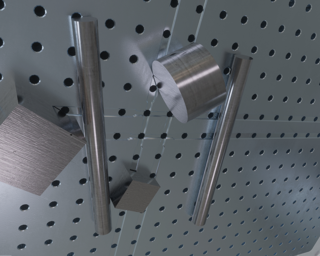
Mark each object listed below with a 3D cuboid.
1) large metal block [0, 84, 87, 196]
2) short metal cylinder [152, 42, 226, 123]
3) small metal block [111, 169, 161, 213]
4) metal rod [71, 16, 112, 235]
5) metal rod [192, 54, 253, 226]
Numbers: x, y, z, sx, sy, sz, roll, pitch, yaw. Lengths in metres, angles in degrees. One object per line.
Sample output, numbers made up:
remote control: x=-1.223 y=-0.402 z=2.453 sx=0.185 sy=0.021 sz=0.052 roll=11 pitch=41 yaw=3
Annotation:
large metal block: x=-0.140 y=0.014 z=0.328 sx=0.080 sy=0.050 sz=0.080 roll=-48 pitch=129 yaw=6
short metal cylinder: x=0.032 y=-0.052 z=0.361 sx=0.050 sy=0.080 sz=0.080 roll=-28 pitch=128 yaw=-11
small metal block: x=-0.036 y=0.092 z=0.449 sx=0.050 sy=0.025 sz=0.050 roll=22 pitch=107 yaw=-36
metal rod: x=-0.079 y=0.021 z=0.381 sx=0.025 sy=0.025 sz=0.298 roll=-12 pitch=124 yaw=-22
metal rod: x=0.090 y=0.035 z=0.482 sx=0.025 sy=0.025 sz=0.298 roll=-5 pitch=121 yaw=-26
